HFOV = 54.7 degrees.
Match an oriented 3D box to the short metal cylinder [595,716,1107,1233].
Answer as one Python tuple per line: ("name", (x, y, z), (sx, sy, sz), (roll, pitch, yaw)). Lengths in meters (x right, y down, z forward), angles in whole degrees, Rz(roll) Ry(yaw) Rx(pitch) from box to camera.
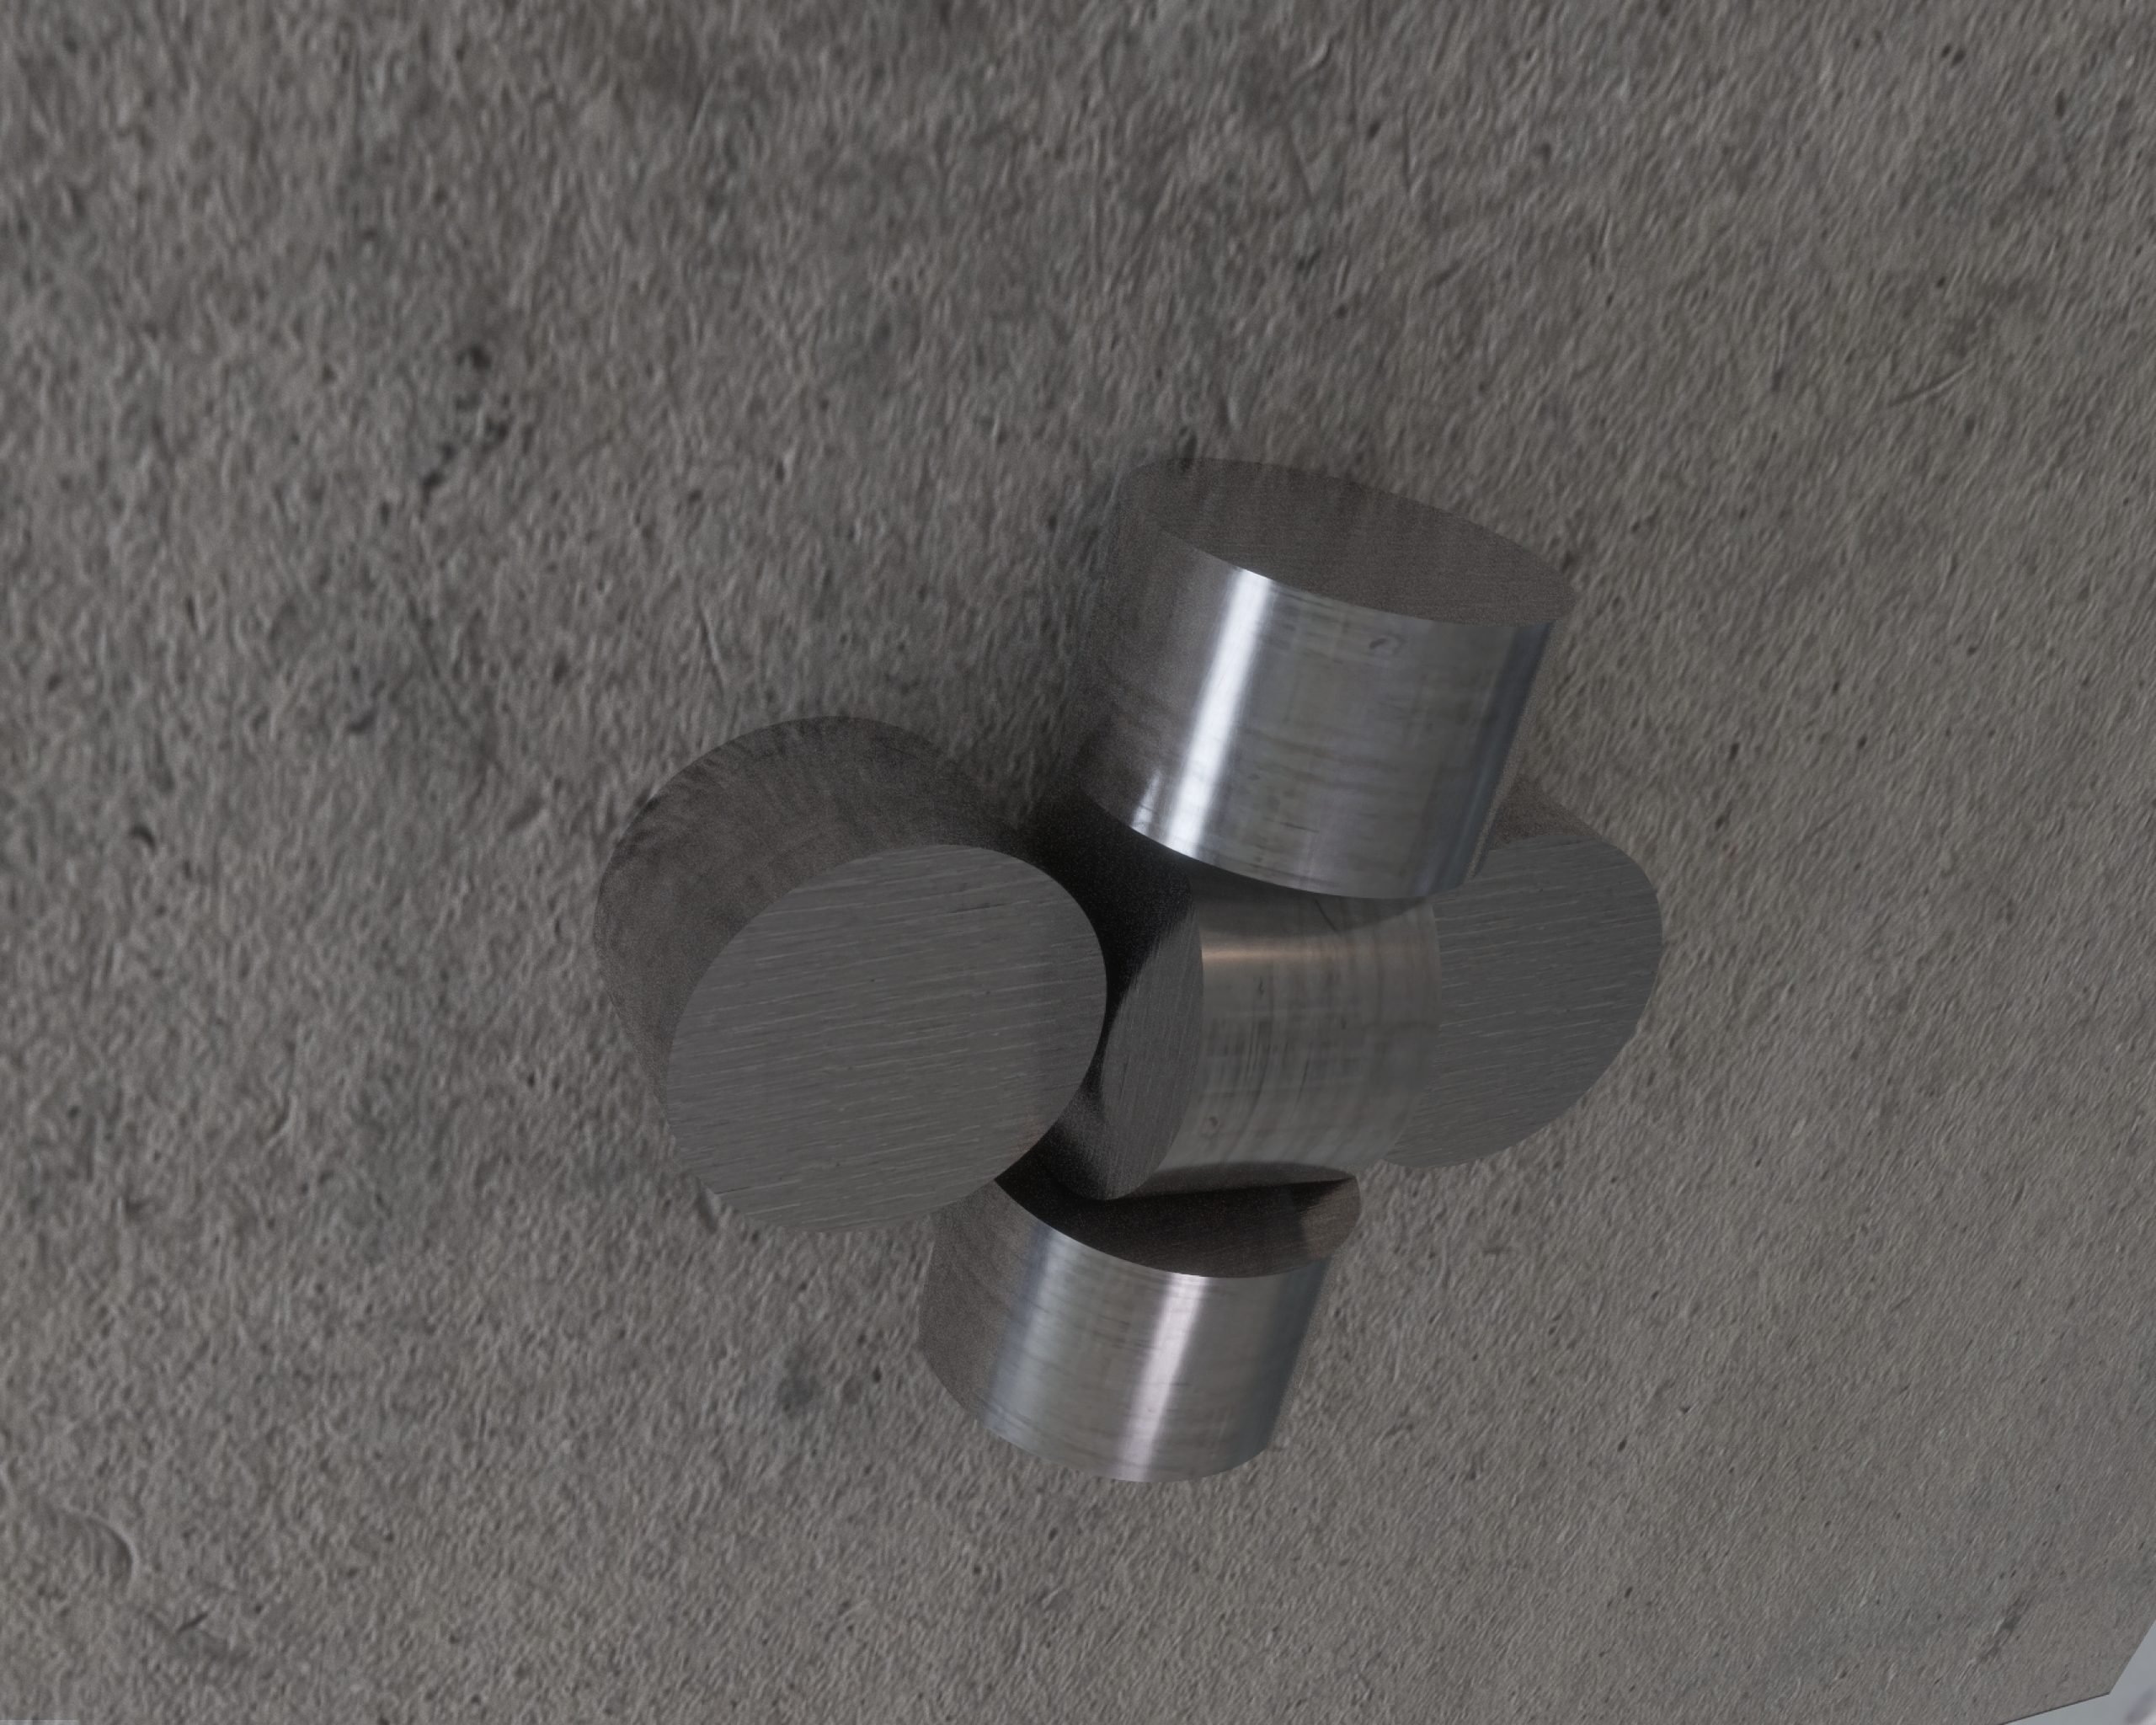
("short metal cylinder", (-0.042, 0.020, 0.380), (0.081, 0.050, 0.079), (-14, 124, -21))

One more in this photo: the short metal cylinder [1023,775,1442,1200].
("short metal cylinder", (0.024, 0.022, 0.398), (0.050, 0.080, 0.079), (0, 118, -29))

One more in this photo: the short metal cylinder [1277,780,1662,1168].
("short metal cylinder", (0.075, 0.017, 0.442), (0.081, 0.050, 0.079), (-14, 124, -21))

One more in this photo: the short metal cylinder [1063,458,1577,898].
("short metal cylinder", (0.042, -0.035, 0.372), (0.081, 0.080, 0.050), (0, 119, -28))

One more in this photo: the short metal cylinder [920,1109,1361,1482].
("short metal cylinder", (0.012, 0.079, 0.426), (0.081, 0.080, 0.050), (0, 119, -28))
